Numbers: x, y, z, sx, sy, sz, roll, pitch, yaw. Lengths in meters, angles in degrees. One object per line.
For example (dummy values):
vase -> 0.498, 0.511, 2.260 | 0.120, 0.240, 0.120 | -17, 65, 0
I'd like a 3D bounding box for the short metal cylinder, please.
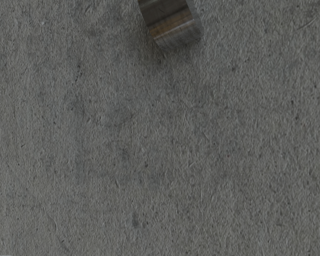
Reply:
short metal cylinder -> 0.014, -0.139, 0.375 | 0.050, 0.080, 0.080 | -21, 83, 19
